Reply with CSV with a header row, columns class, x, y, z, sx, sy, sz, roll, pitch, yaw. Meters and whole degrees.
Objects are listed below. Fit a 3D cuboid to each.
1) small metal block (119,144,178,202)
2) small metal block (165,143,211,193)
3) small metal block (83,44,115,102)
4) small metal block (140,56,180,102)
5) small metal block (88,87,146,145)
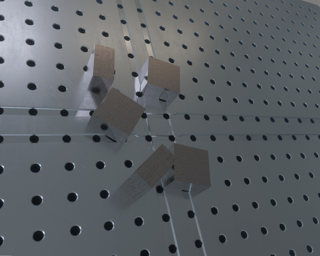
class,x,y,z,sx,sy,sz,roll,pitch,yaw
small metal block,-0.013,0.052,0.353,0.025,0.050,0.050,45,51,3
small metal block,0.035,0.051,0.395,0.050,0.025,0.050,14,56,-20
small metal block,-0.077,-0.068,0.392,0.025,0.050,0.050,11,57,-23
small metal block,0.001,-0.071,0.451,0.050,0.025,0.050,15,56,-20
small metal block,-0.053,-0.015,0.388,0.050,0.025,0.050,33,52,-7
